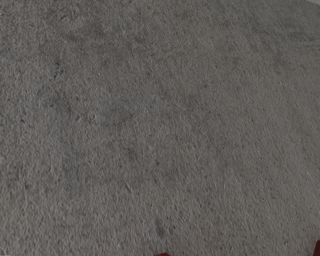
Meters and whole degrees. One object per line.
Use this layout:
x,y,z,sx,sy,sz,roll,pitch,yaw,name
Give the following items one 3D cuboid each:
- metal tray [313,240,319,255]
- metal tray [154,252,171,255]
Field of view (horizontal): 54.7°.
0.231,0.218,0.391,0.090,0.030,0.131,43,51,1,metal tray
0.027,0.196,0.295,0.130,0.030,0.090,38,51,-3,metal tray
